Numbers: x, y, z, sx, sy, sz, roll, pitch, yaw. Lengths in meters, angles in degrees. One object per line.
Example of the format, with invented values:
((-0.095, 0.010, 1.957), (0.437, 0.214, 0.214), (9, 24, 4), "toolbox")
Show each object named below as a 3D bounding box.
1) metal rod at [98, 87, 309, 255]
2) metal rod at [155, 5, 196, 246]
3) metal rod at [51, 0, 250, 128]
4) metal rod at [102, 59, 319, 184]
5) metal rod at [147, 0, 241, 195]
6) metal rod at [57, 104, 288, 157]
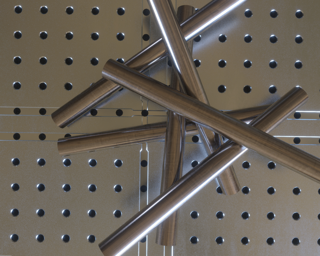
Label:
((0.060, 0.045, 0.360), (0.301, 0.025, 0.025), (-37, 90, -13), "metal rod")
((0.021, -0.011, 0.389), (0.025, 0.025, 0.299), (6, 80, 0), "metal rod")
((-0.011, -0.090, 0.388), (0.300, 0.025, 0.025), (-33, 90, 10), "metal rod")
((0.070, -0.005, 0.351), (0.301, 0.025, 0.025), (27, 90, 8), "metal rod")
((0.038, -0.050, 0.373), (0.025, 0.025, 0.299), (-23, 105, 0), "metal rod")
((0.017, 0.002, 0.413), (0.302, 0.025, 0.025), (-9, 90, 0), "metal rod")
